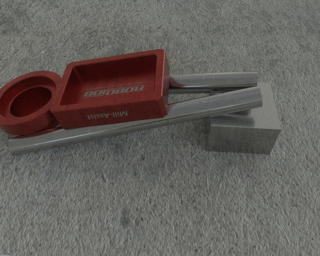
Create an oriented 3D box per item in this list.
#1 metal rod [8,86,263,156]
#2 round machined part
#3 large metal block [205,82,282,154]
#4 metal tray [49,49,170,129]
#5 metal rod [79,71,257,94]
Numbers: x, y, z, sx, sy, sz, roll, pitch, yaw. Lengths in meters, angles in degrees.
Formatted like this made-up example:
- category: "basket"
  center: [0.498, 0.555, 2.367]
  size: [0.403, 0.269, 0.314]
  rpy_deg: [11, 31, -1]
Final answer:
- category: "metal rod"
  center: [-0.034, -0.007, 0.368]
  size: [0.301, 0.025, 0.025]
  rpy_deg: [-11, 50, 6]
- category: "round machined part"
  center: [-0.165, -0.028, 0.408]
  size: [0.098, 0.042, 0.098]
  rpy_deg: [-6, 49, 8]
- category: "large metal block"
  center: [0.101, -0.015, 0.400]
  size: [0.080, 0.050, 0.080]
  rpy_deg: [3, 50, 2]
- category: "metal tray"
  center: [-0.056, -0.048, 0.374]
  size: [0.131, 0.030, 0.090]
  rpy_deg: [-6, 49, 11]
- category: "metal rod"
  center: [-0.029, -0.056, 0.409]
  size: [0.301, 0.025, 0.025]
  rpy_deg: [0, 49, 16]
